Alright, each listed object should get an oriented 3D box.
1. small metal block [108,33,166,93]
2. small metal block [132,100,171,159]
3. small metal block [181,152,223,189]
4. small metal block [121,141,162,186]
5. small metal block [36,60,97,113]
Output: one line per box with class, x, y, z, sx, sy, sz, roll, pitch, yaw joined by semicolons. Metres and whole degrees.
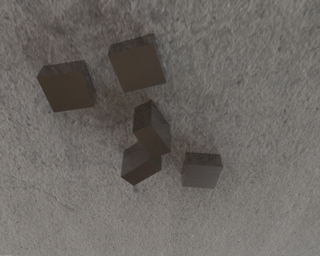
small metal block;-0.024;-0.072;0.346;0.050;0.025;0.050;-12;129;10
small metal block;-0.009;0.001;0.392;0.025;0.050;0.050;-23;127;18
small metal block;0.061;0.064;0.463;0.050;0.025;0.050;5;130;-5
small metal block;-0.025;0.044;0.428;0.050;0.050;0.025;-33;123;24
small metal block;-0.107;-0.049;0.364;0.050;0.025;0.050;-8;130;6
